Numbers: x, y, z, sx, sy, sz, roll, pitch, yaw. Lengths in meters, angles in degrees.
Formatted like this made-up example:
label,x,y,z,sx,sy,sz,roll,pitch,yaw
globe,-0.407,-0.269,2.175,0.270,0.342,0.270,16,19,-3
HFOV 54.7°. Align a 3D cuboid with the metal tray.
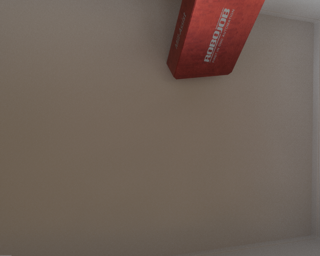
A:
label,x,y,z,sx,sy,sz,roll,pitch,yaw
metal tray,0.066,-0.122,0.386,0.091,0.129,0.030,-8,53,-20
